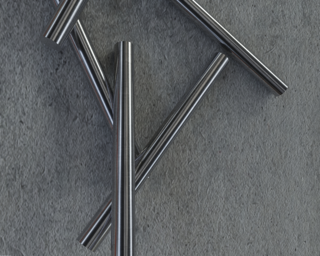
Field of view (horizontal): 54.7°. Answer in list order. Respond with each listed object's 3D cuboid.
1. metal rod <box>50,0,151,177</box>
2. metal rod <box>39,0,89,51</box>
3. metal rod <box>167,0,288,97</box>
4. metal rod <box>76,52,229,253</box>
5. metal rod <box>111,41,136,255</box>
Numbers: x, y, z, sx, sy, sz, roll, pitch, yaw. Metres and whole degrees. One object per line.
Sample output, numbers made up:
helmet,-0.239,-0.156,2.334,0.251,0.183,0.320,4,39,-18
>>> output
metal rod,-0.082,-0.071,0.378,0.025,0.025,0.299,-26,99,-18
metal rod,-0.061,-0.224,0.369,0.025,0.025,0.299,28,75,-18
metal rod,0.070,-0.143,0.434,0.301,0.025,0.025,36,79,-17
metal rod,0.003,0.015,0.388,0.025,0.025,0.300,42,69,-15
metal rod,-0.040,0.038,0.345,0.025,0.025,0.299,5,70,-20
